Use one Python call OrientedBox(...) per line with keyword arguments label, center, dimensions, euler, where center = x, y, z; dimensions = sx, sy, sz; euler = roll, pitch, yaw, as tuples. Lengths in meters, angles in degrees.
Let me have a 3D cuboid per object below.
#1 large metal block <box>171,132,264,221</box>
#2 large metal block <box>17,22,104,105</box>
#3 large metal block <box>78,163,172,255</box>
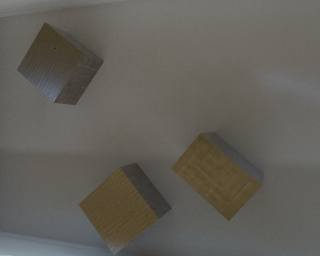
OrientedBox(label="large metal block", center=(0.070, 0.050, 0.356), dimensions=(0.080, 0.080, 0.050), euler=(42, 103, 15))
OrientedBox(label="large metal block", center=(-0.143, -0.090, 0.448), dimensions=(0.080, 0.050, 0.080), euler=(39, 102, 15))
OrientedBox(label="large metal block", center=(-0.046, 0.105, 0.413), dimensions=(0.080, 0.050, 0.080), euler=(-43, 77, 15))
